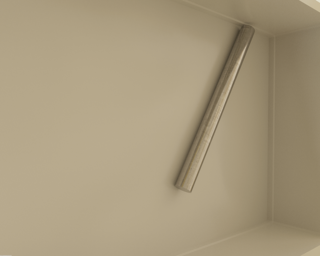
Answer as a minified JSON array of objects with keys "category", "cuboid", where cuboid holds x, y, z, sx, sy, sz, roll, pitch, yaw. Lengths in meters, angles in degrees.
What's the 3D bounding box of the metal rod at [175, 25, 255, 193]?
[{"category":"metal rod","cuboid":[0.092,-0.042,0.486,0.025,0.025,0.300,39,66,-34]}]
